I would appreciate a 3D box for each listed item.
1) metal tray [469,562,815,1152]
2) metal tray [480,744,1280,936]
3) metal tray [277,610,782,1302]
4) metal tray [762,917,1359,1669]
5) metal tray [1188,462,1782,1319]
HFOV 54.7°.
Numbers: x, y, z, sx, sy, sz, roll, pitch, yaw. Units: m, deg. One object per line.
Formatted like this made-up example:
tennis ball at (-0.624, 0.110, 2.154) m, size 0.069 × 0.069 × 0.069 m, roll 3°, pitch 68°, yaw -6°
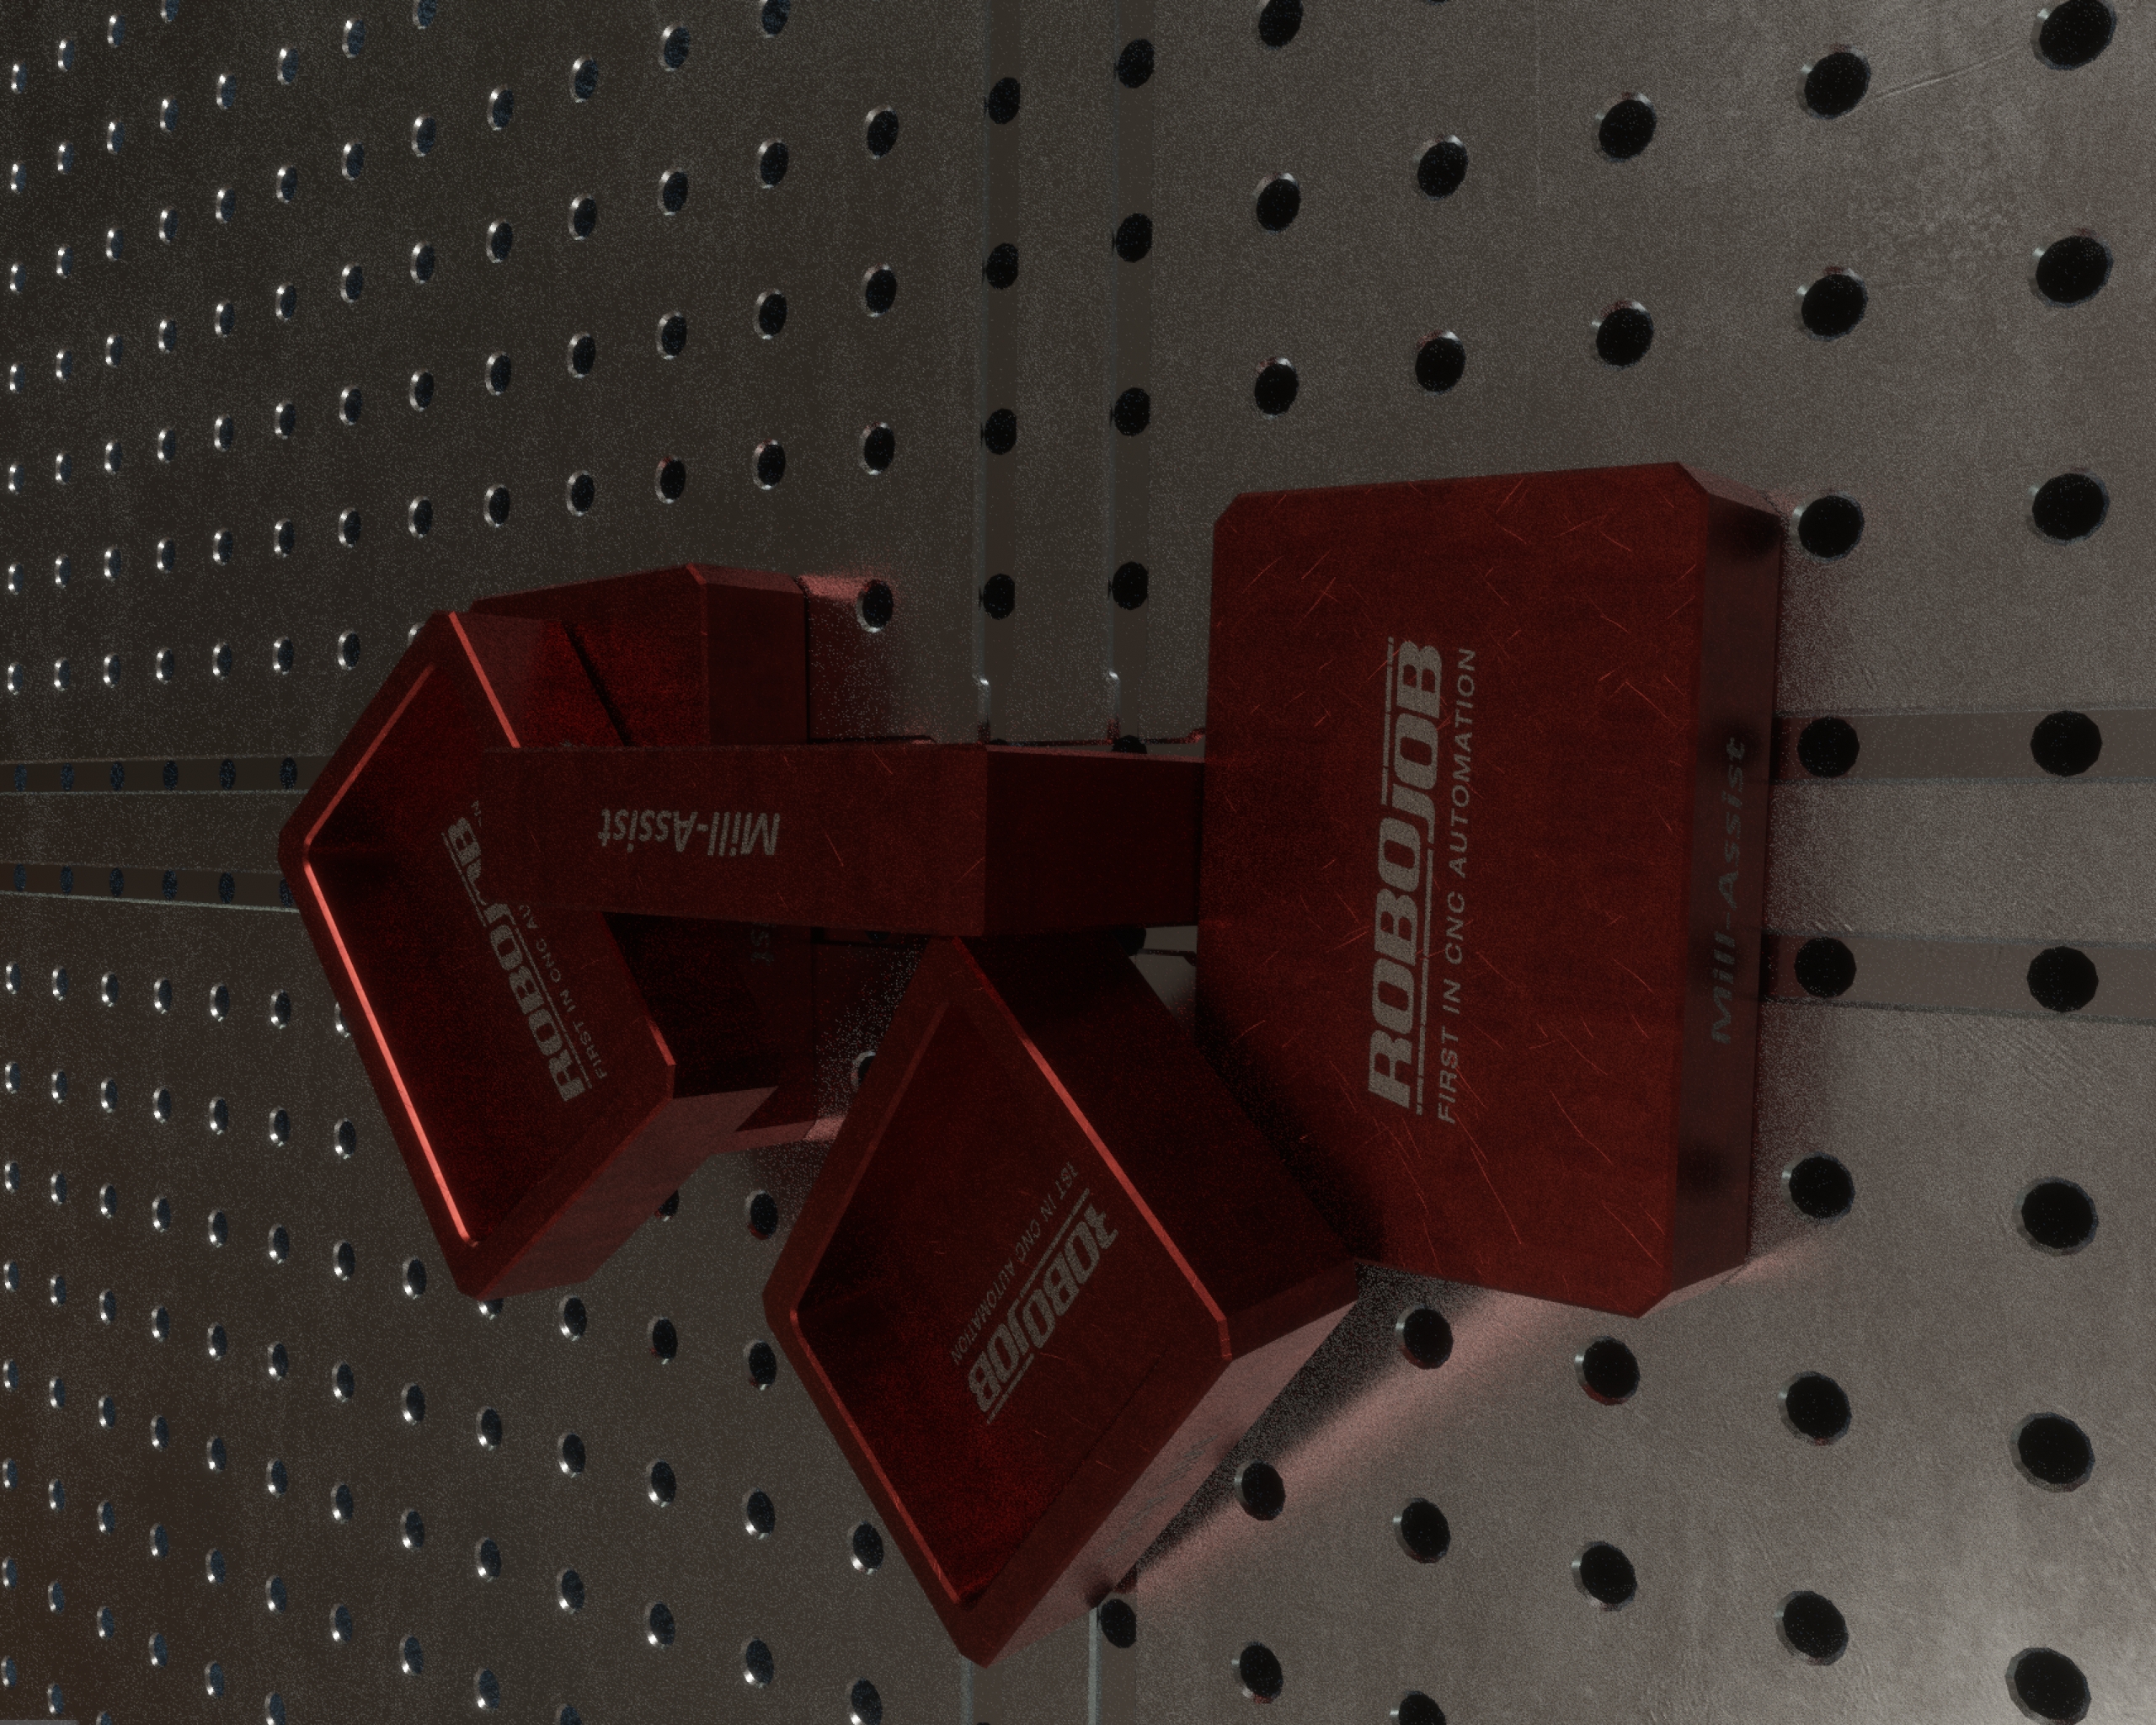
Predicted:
metal tray at (-0.104, 0.000, 0.490) m, size 0.090 × 0.030 × 0.129 m, roll -1°, pitch 90°, yaw 40°
metal tray at (-0.039, -0.006, 0.396) m, size 0.130 × 0.091 × 0.030 m, roll 2°, pitch 92°, yaw 39°
metal tray at (-0.127, 0.019, 0.466) m, size 0.090 × 0.030 × 0.130 m, roll -45°, pitch 64°, yaw 30°
metal tray at (-0.010, 0.080, 0.388) m, size 0.090 × 0.030 × 0.129 m, roll 53°, pitch 138°, yaw 26°
metal tray at (0.065, 0.002, 0.350) m, size 0.090 × 0.030 × 0.129 m, roll 4°, pitch 92°, yaw 39°
